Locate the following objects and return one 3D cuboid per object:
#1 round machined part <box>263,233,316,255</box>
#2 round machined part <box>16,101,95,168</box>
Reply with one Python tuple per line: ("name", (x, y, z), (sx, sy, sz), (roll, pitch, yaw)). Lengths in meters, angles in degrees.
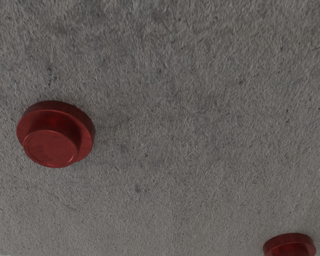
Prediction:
("round machined part", (0.259, 0.253, 0.614), (0.099, 0.042, 0.097), (0, 130, 0))
("round machined part", (-0.138, 0.015, 0.408), (0.099, 0.042, 0.097), (0, 130, 0))
